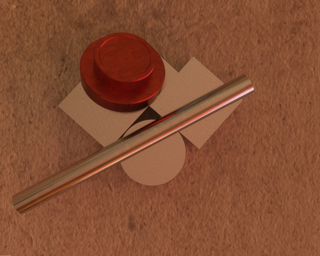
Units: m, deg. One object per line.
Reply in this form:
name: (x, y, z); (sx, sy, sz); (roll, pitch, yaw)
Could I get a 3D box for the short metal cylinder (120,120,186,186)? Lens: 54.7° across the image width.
short metal cylinder: (-0.009, 0.029, 0.398); (0.081, 0.050, 0.079); (0, 90, -1)

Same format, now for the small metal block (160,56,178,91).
small metal block: (-0.011, -0.069, 0.410); (0.050, 0.025, 0.050); (43, 90, -1)

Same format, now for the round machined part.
round machined part: (-0.042, -0.071, 0.358); (0.099, 0.042, 0.098); (5, 64, -10)

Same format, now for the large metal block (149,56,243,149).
large metal block: (0.044, -0.031, 0.399); (0.080, 0.050, 0.080); (41, 90, -1)

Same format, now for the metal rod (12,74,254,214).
metal rod: (-0.030, 0.018, 0.361); (0.301, 0.025, 0.025); (-28, 90, 0)

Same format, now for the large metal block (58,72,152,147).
large metal block: (-0.066, -0.029, 0.397); (0.080, 0.050, 0.080); (42, 90, -1)
